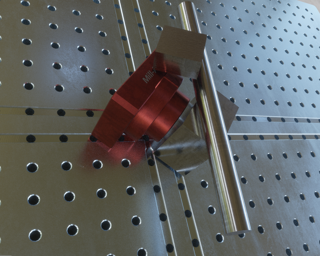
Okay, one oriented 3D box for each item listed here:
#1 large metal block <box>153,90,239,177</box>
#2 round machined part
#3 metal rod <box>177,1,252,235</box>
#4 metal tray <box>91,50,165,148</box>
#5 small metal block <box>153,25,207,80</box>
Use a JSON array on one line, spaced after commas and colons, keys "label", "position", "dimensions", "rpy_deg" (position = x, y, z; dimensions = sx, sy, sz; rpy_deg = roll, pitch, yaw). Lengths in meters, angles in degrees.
[{"label": "large metal block", "position": [0.045, 0.004, 0.393], "dimensions": [0.050, 0.080, 0.080], "rpy_deg": [37, 51, -4]}, {"label": "round machined part", "position": [0.000, -0.022, 0.381], "dimensions": [0.042, 0.097, 0.098], "rpy_deg": [37, 51, -5]}, {"label": "metal rod", "position": [0.054, -0.034, 0.357], "dimensions": [0.025, 0.025, 0.299], "rpy_deg": [7, 59, -25]}, {"label": "metal tray", "position": [-0.025, -0.044, 0.381], "dimensions": [0.030, 0.090, 0.130], "rpy_deg": [37, 51, -4]}, {"label": "small metal block", "position": [0.023, -0.086, 0.349], "dimensions": [0.050, 0.025, 0.050], "rpy_deg": [14, 52, 2]}]
